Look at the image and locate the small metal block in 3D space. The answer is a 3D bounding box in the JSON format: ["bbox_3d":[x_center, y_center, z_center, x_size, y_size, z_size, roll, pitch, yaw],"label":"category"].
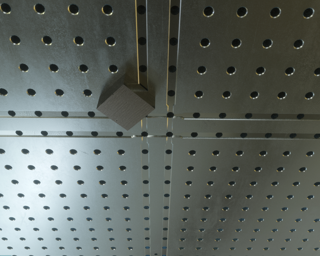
[{"bbox_3d":[-0.041,-0.031,0.385,0.050,0.025,0.050,37,121,-27],"label":"small metal block"}]
